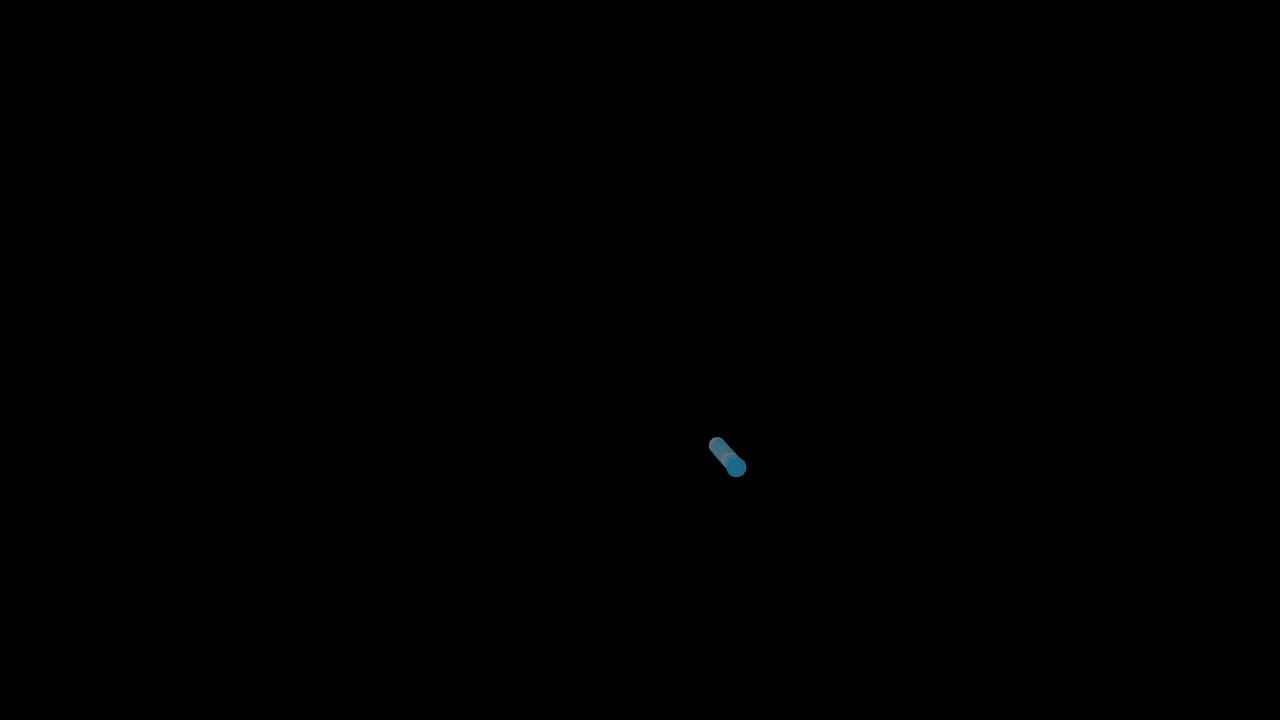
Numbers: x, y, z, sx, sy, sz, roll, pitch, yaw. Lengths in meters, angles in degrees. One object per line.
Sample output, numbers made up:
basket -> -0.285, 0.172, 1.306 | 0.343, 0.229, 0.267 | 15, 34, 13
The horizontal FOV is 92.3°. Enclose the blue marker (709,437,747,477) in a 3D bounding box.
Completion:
blue marker -> 0.089, 0.099, 0.634 | 0.020, 0.020, 0.121 | 0, 2, -2
